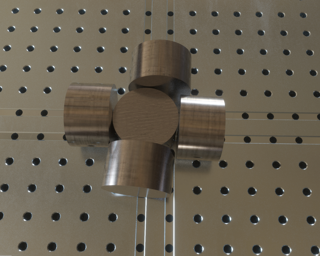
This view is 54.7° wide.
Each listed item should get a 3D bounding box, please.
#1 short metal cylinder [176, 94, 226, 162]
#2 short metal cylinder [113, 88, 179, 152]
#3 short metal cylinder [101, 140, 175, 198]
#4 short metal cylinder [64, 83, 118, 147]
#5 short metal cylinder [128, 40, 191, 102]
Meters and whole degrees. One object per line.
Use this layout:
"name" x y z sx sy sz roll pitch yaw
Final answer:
"short metal cylinder" 0.048 0.000 0.383 0.050 0.080 0.080 4 70 1
"short metal cylinder" -0.018 -0.005 0.400 0.081 0.050 0.080 1 70 -1
"short metal cylinder" -0.025 0.050 0.363 0.080 0.080 0.050 6 70 2
"short metal cylinder" -0.083 -0.016 0.387 0.050 0.080 0.080 2 70 0
"short metal cylinder" 0.001 -0.071 0.408 0.080 0.080 0.050 3 70 1
